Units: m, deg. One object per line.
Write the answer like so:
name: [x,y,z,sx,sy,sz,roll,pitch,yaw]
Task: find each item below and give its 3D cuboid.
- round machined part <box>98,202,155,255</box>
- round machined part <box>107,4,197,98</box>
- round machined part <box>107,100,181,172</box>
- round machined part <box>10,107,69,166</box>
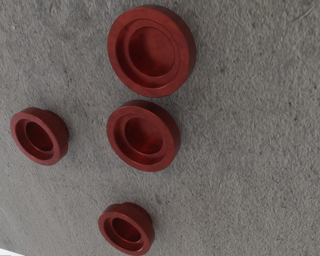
round machined part: [-0.052,0.166,0.526,0.098,0.042,0.097,13,124,21]
round machined part: [-0.006,-0.087,0.345,0.098,0.042,0.097,13,124,21]
round machined part: [-0.017,0.007,0.409,0.098,0.042,0.097,13,124,21]
round machined part: [-0.188,0.010,0.501,0.098,0.042,0.097,13,124,21]
